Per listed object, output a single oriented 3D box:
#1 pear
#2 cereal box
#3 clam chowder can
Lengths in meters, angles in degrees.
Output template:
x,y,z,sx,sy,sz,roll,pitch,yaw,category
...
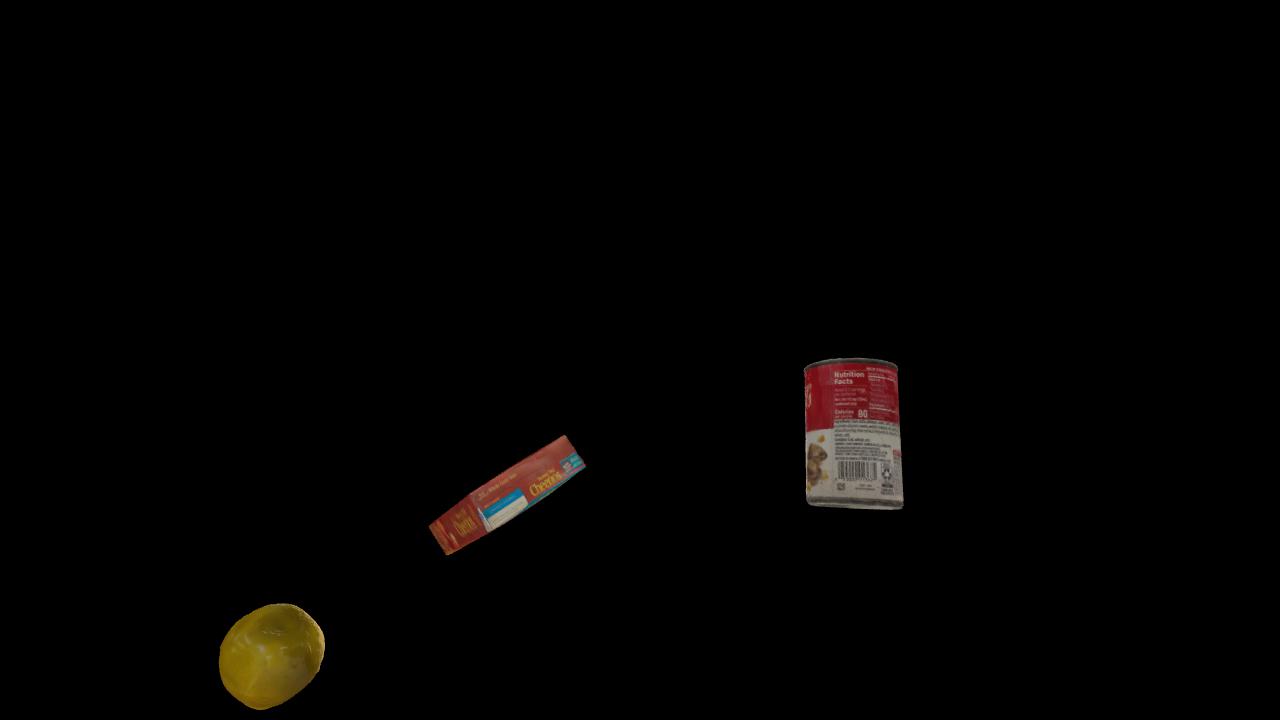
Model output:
x,y,z,sx,sy,sz,roll,pitch,yaw,category
-0.315,0.267,0.521,0.080,0.111,0.080,17,16,-5,pear
-0.251,0.254,1.132,0.203,0.081,0.306,-31,-4,-39,cereal box
0.155,0.056,0.450,0.068,0.102,0.068,3,-15,1,clam chowder can
